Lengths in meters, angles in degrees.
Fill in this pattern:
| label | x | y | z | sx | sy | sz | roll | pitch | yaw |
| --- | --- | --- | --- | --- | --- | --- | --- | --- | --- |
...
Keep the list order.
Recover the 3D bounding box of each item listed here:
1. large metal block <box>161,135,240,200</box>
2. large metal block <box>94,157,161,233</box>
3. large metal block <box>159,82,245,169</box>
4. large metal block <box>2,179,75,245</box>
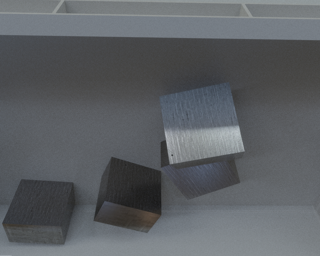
| label | x | y | z | sx | sy | sz | roll | pitch | yaw |
| --- | --- | --- | --- | --- | --- | --- | --- | --- | --- |
| large metal block | 0.056 | 0.048 | 0.434 | 0.080 | 0.050 | 0.080 | -23 | 127 | 18 |
| large metal block | -0.045 | 0.098 | 0.456 | 0.081 | 0.080 | 0.050 | 19 | 128 | -16 |
| large metal block | 0.049 | 0.000 | 0.364 | 0.080 | 0.080 | 0.050 | -11 | 164 | 8 |
| large metal block | -0.182 | 0.129 | 0.480 | 0.081 | 0.080 | 0.050 | 4 | 130 | -4 |
